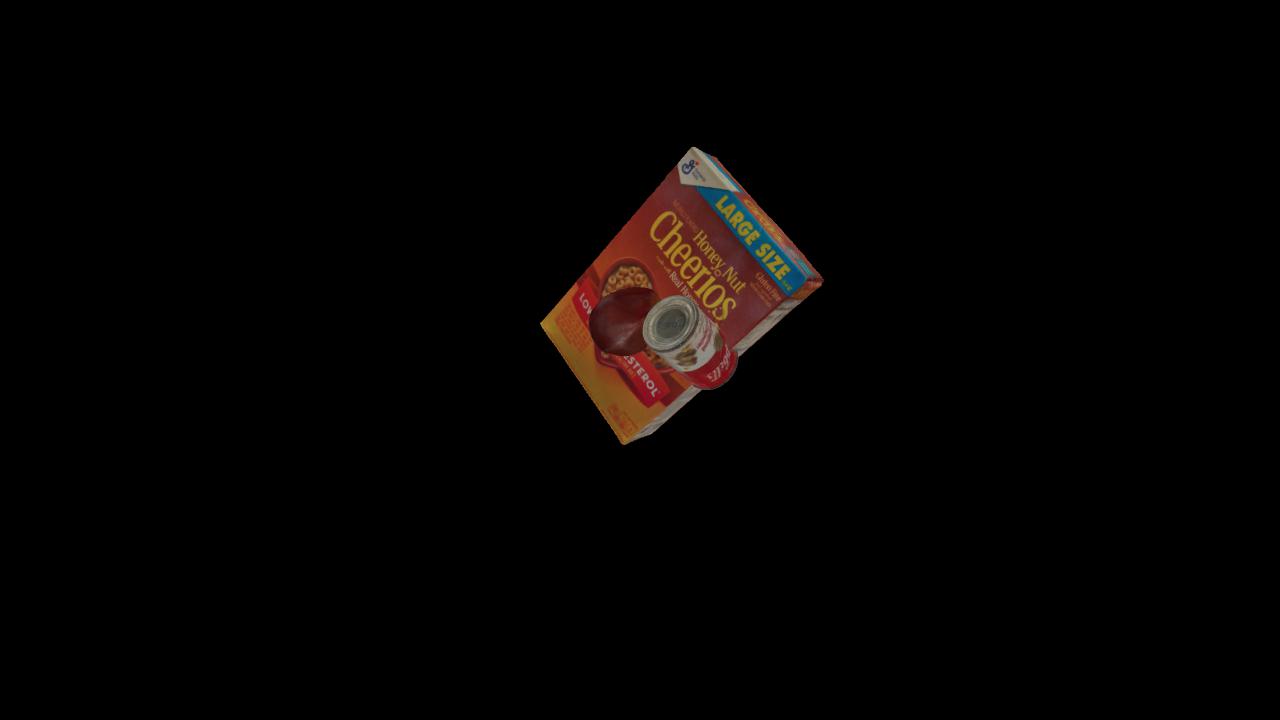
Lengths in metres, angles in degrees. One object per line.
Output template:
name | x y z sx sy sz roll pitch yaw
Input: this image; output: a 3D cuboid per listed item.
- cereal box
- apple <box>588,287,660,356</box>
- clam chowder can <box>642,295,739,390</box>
cereal box | 0.035 -0.068 0.740 0.306 0.203 0.081 -44 -18 28
apple | -0.015 -0.046 0.714 0.093 0.079 0.079 -27 -14 30
clam chowder can | 0.056 -0.018 0.668 0.068 0.068 0.102 0 -25 36
